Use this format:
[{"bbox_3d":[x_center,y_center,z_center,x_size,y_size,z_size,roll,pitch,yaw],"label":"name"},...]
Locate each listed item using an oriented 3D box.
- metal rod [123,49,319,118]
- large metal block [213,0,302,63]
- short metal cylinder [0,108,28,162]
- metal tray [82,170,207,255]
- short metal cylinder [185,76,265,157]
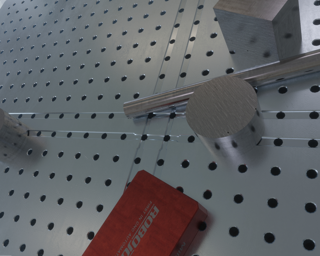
[{"bbox_3d":[0.091,-0.057,0.395,0.301,0.025,0.025,-13,56,21],"label":"metal rod"},{"bbox_3d":[0.124,-0.131,0.388,0.080,0.080,0.050,31,79,38],"label":"large metal block"},{"bbox_3d":[-0.277,0.012,0.530,0.080,0.050,0.080,-13,56,21],"label":"short metal cylinder"},{"bbox_3d":[-0.020,0.122,0.341,0.090,0.030,0.130,25,75,36],"label":"metal tray"},{"bbox_3d":[0.076,-0.013,0.360,0.080,0.050,0.080,-13,56,21],"label":"short metal cylinder"}]
